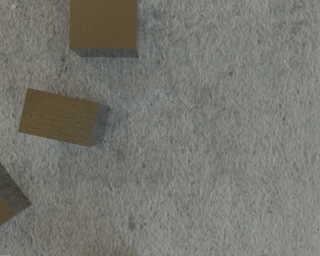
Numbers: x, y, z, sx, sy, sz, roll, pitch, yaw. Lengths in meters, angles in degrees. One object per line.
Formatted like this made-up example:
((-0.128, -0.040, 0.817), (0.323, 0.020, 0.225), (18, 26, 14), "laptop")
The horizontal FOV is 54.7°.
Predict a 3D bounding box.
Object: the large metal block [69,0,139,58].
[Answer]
((-0.068, -0.136, 0.397), (0.081, 0.050, 0.079), (1, 90, -1), "large metal block")

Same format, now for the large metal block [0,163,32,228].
((-0.230, 0.096, 0.395), (0.080, 0.050, 0.080), (-37, 90, 0), "large metal block")

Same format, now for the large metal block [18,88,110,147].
((-0.112, -0.012, 0.381), (0.080, 0.080, 0.050), (12, 90, -1), "large metal block")
